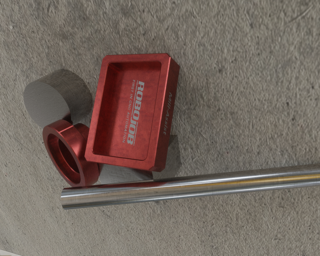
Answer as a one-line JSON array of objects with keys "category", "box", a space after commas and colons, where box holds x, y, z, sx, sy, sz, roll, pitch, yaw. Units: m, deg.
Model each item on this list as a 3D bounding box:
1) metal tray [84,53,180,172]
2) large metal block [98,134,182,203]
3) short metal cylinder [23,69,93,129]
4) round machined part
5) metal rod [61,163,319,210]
[{"category": "metal tray", "box": [-0.032, -0.019, 0.359, 0.090, 0.030, 0.129, 5, 81, 25]}, {"category": "large metal block", "box": [-0.025, 0.047, 0.413, 0.080, 0.080, 0.050, 5, 121, 25]}, {"category": "short metal cylinder", "box": [-0.144, -0.038, 0.442, 0.080, 0.050, 0.079, 13, 124, 20]}, {"category": "round machined part", "box": [-0.112, 0.032, 0.417, 0.098, 0.042, 0.097, 30, 136, 34]}, {"category": "metal rod", "box": [0.039, 0.066, 0.351, 0.302, 0.025, 0.025, -6, 118, 3]}]
